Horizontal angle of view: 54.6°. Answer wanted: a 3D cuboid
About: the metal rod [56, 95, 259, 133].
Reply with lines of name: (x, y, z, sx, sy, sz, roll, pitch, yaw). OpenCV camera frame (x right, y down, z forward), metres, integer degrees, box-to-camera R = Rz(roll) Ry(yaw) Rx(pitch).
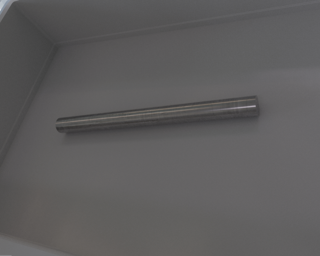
metal rod: (-0.021, -0.015, 0.427, 0.300, 0.025, 0.025, -5, 60, 26)
